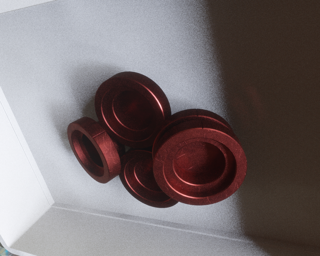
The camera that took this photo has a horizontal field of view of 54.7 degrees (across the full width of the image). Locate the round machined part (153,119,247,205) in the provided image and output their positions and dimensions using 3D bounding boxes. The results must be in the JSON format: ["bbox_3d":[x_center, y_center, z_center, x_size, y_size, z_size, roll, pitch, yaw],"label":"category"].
[{"bbox_3d":[0.043,0.034,0.344,0.099,0.042,0.097,1,116,3],"label":"round machined part"}]

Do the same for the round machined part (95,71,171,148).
[{"bbox_3d":[-0.030,-0.026,0.395,0.098,0.042,0.097,13,124,21],"label":"round machined part"}]

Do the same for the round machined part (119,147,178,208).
[{"bbox_3d":[-0.006,0.061,0.436,0.098,0.042,0.097,13,124,21],"label":"round machined part"}]

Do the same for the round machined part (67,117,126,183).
[{"bbox_3d":[-0.087,0.027,0.445,0.098,0.042,0.097,31,138,34],"label":"round machined part"}]

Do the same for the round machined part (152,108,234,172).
[{"bbox_3d":[0.041,0.021,0.373,0.099,0.042,0.097,1,116,3],"label":"round machined part"}]
